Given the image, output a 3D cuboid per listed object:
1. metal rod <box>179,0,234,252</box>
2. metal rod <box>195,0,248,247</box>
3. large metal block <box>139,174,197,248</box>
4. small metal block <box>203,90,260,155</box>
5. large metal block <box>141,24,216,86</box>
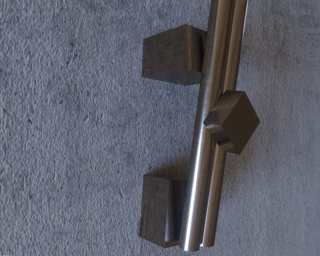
[{"bbox_3d":[0.053,-0.008,0.355,0.025,0.025,0.298,4,95,-40],"label":"metal rod"},{"bbox_3d":[0.073,-0.007,0.372,0.025,0.025,0.298,4,95,-40],"label":"metal rod"},{"bbox_3d":[0.023,0.104,0.408,0.081,0.050,0.080,6,86,-40],"label":"large metal block"},{"bbox_3d":[0.082,-0.007,0.347,0.050,0.025,0.050,-53,126,-20],"label":"small metal block"},{"bbox_3d":[0.033,-0.088,0.398,0.081,0.080,0.050,4,88,-40],"label":"large metal block"}]
